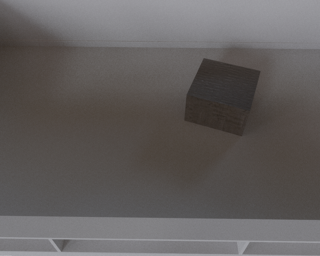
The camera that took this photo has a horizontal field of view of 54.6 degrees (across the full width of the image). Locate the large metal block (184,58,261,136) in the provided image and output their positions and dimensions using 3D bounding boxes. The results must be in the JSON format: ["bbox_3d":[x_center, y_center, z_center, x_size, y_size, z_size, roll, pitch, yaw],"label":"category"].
[{"bbox_3d":[0.086,-0.044,0.427,0.080,0.050,0.080,16,52,13],"label":"large metal block"}]
